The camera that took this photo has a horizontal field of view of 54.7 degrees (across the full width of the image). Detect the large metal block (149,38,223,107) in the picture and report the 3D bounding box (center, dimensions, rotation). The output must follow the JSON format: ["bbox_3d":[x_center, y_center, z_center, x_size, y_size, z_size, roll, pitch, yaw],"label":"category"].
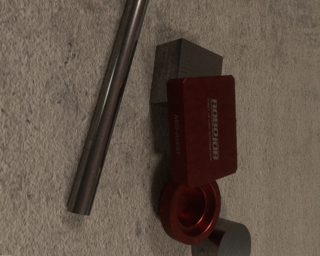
[{"bbox_3d":[0.037,-0.066,0.422,0.081,0.050,0.080,11,83,-40],"label":"large metal block"}]

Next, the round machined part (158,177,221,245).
[{"bbox_3d":[0.036,0.105,0.427,0.099,0.042,0.097,0,90,-40],"label":"round machined part"}]

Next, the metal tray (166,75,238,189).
[{"bbox_3d":[0.056,0.001,0.389,0.091,0.030,0.129,-11,101,-38],"label":"metal tray"}]

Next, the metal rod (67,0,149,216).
[{"bbox_3d":[-0.053,-0.051,0.361,0.025,0.025,0.299,23,76,-38],"label":"metal rod"}]

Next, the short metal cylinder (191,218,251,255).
[{"bbox_3d":[0.094,0.179,0.470,0.081,0.050,0.079,0,90,-40],"label":"short metal cylinder"}]
